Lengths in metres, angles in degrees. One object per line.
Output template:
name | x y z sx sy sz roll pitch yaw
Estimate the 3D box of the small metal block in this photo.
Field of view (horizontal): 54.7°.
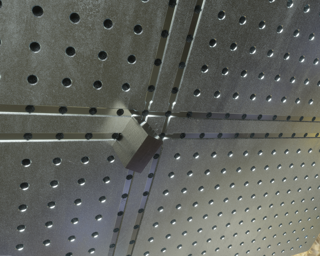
small metal block | -0.030 0.021 0.393 0.025 0.050 0.050 27 104 -38
